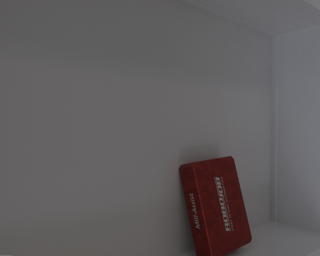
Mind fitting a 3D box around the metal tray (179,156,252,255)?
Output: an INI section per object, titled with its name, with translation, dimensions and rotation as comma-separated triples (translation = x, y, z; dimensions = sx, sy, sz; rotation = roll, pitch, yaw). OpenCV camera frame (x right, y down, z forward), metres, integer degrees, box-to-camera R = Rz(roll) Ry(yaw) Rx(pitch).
[metal tray]
translation = 0.082, 0.111, 0.451
dimensions = 0.091, 0.030, 0.129
rotation = -3, 78, -40
